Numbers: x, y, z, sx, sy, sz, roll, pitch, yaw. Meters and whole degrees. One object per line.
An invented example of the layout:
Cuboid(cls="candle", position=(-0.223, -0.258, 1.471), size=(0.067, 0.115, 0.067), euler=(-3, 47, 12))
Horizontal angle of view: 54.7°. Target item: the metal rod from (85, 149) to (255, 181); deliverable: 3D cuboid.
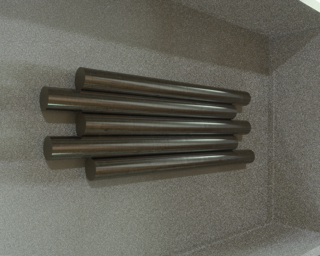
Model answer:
Cuboid(cls="metal rod", position=(0.039, 0.048, 0.440), size=(0.302, 0.025, 0.025), euler=(1, 90, -40))

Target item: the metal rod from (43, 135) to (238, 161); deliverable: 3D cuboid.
Cuboid(cls="metal rod", position=(0.002, 0.022, 0.409), size=(0.302, 0.025, 0.025), euler=(1, 90, -40))

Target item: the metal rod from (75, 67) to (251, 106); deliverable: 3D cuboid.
Cuboid(cls="metal rod", position=(0.029, -0.052, 0.431), size=(0.302, 0.025, 0.025), euler=(1, 90, -40))

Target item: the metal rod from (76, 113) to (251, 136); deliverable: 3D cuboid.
Cuboid(cls="metal rod", position=(0.030, -0.002, 0.432), size=(0.302, 0.025, 0.025), euler=(1, 90, -40))

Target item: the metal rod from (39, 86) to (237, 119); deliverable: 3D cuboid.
Cuboid(cls="metal rod", position=(0.000, -0.027, 0.406), size=(0.302, 0.025, 0.025), euler=(1, 90, -40))
